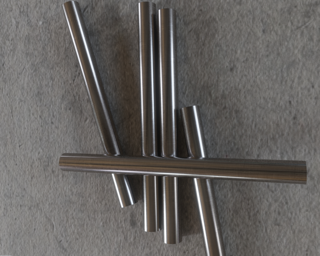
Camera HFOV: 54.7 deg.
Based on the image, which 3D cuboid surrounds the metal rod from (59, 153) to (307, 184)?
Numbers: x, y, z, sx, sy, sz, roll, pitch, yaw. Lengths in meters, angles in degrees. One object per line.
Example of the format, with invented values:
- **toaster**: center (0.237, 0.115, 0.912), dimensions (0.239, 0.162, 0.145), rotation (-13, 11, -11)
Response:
- **metal rod**: center (0.012, 0.047, 0.376), dimensions (0.301, 0.025, 0.025), rotation (0, 90, 19)

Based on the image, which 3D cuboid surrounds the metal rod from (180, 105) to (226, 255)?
- **metal rod**: center (0.063, 0.121, 0.386), dimensions (0.025, 0.025, 0.298), rotation (-11, 86, 19)

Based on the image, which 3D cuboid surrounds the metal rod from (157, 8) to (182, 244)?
- **metal rod**: center (0.012, -0.003, 0.403), dimensions (0.025, 0.025, 0.298), rotation (-2, 89, 19)

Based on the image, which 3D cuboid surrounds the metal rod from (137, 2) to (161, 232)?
- **metal rod**: center (-0.014, -0.015, 0.412), dimensions (0.025, 0.025, 0.298), rotation (-2, 89, 19)

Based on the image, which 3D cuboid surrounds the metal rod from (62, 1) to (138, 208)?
- **metal rod**: center (-0.086, -0.037, 0.438), dimensions (0.025, 0.025, 0.299), rotation (-19, 84, 18)
